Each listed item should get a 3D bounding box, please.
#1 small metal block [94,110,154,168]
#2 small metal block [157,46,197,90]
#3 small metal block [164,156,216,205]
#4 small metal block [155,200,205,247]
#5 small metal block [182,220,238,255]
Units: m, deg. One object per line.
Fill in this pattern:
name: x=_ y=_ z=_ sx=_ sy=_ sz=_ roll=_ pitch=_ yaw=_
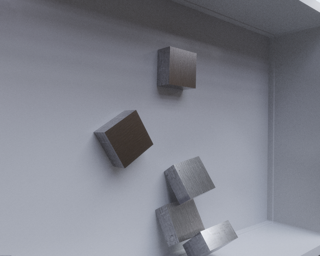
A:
small metal block: x=-0.043 y=0.013 z=0.373 sx=0.050 sy=0.025 sz=0.050 roll=-39 pitch=114 yaw=-33
small metal block: x=0.024 y=-0.081 z=0.428 sx=0.050 sy=0.025 sz=0.050 roll=2 pitch=89 yaw=-40
small metal block: x=0.041 y=0.072 z=0.430 sx=0.050 sy=0.025 sz=0.050 roll=-13 pitch=69 yaw=-40
small metal block: x=0.028 y=0.126 z=0.419 sx=0.050 sy=0.025 sz=0.050 roll=-3 pitch=63 yaw=-41
small metal block: x=0.066 y=0.151 z=0.412 sx=0.050 sy=0.050 sz=0.025 roll=-8 pitch=58 yaw=-35
